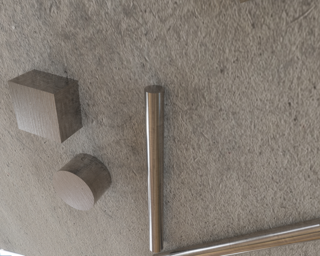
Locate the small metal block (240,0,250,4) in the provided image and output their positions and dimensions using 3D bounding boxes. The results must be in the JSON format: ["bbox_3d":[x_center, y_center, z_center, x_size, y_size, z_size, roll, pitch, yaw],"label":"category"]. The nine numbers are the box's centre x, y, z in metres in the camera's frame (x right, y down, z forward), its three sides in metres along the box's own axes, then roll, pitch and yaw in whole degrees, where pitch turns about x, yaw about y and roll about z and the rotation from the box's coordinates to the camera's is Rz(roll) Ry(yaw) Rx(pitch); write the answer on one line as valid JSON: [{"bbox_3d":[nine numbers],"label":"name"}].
[{"bbox_3d":[0.091,-0.144,0.270,0.050,0.025,0.050,-9,114,32],"label":"small metal block"}]

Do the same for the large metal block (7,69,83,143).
[{"bbox_3d":[-0.167,-0.033,0.458,0.080,0.050,0.079,16,125,19],"label":"large metal block"}]

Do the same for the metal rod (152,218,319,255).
[{"bbox_3d":[0.097,0.180,0.467,0.299,0.025,0.025,-30,102,37],"label":"metal rod"}]

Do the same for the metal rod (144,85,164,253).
[{"bbox_3d":[-0.007,0.079,0.459,0.025,0.025,0.298,13,124,21],"label":"metal rod"}]

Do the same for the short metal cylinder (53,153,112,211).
[{"bbox_3d":[-0.128,0.089,0.513,0.080,0.050,0.079,13,124,21],"label":"short metal cylinder"}]
